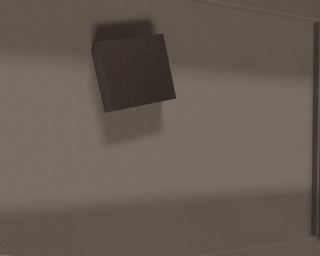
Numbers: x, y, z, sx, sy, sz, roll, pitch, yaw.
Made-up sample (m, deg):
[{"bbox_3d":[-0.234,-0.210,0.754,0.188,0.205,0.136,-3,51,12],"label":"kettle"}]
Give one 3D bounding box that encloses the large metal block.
[{"bbox_3d":[-0.034,-0.067,0.386,0.081,0.050,0.080,-13,95,-20],"label":"large metal block"}]
